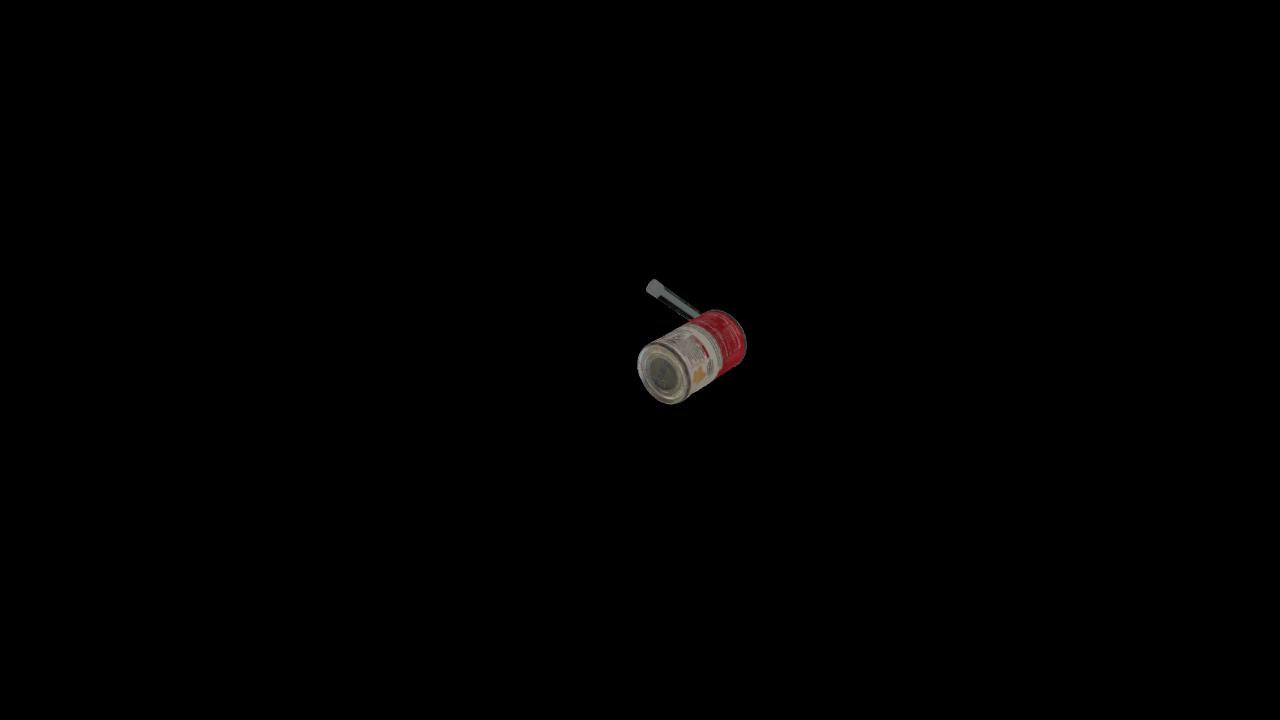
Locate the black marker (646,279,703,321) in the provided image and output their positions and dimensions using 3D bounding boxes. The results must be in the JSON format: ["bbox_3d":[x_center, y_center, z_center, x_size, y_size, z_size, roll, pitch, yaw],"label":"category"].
[{"bbox_3d":[0.060,-0.060,0.765,0.121,0.020,0.020,33,-13,-21],"label":"black marker"}]

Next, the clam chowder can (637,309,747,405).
[{"bbox_3d":[0.054,-0.004,0.633,0.068,0.068,0.102,0,22,45],"label":"clam chowder can"}]
